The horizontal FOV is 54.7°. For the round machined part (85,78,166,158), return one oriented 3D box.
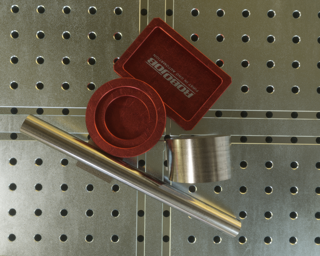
[{"bbox_3d":[-0.041,-0.013,0.396,0.099,0.042,0.097,0,90,1],"label":"round machined part"}]

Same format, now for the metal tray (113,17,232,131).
[{"bbox_3d":[0.016,-0.069,0.410,0.130,0.030,0.090,40,89,0],"label":"metal tray"}]

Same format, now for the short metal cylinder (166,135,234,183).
[{"bbox_3d":[0.049,0.036,0.385,0.081,0.080,0.050,-4,90,-1],"label":"short metal cylinder"}]

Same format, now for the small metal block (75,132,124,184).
[{"bbox_3d":[-0.075,0.038,0.413,0.050,0.025,0.050,28,90,-1],"label":"small metal block"}]

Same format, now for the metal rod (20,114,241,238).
[{"bbox_3d":[-0.029,0.065,0.393,0.301,0.025,0.025,28,90,-9],"label":"metal rod"}]
